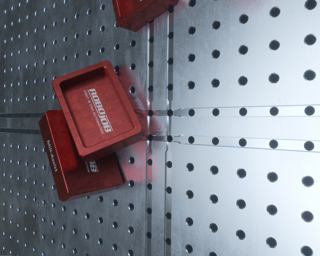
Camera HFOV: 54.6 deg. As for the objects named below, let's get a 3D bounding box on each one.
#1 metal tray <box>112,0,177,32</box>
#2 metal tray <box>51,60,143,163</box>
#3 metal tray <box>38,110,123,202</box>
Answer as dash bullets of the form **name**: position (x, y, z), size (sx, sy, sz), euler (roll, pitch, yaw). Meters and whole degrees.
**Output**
- **metal tray**: position (-0.031, -0.214, 0.432), size (0.090, 0.030, 0.129), euler (-20, 77, 38)
- **metal tray**: position (-0.090, -0.027, 0.445), size (0.030, 0.090, 0.130), euler (93, 153, -67)
- **metal tray**: position (-0.118, 0.036, 0.464), size (0.030, 0.091, 0.130), euler (-37, 67, 41)
